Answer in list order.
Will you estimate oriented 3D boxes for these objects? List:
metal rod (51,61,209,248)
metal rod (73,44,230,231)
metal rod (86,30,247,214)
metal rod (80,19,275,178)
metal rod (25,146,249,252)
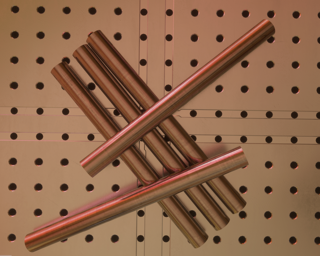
[{"bbox_3d":[-0.040,0.036,0.413,0.025,0.025,0.300,-39,91,0],"label":"metal rod"},{"bbox_3d":[-0.011,0.013,0.413,0.025,0.025,0.300,-39,91,0],"label":"metal rod"},{"bbox_3d":[0.009,-0.008,0.413,0.025,0.025,0.300,-40,91,0],"label":"metal rod"},{"bbox_3d":[0.028,-0.043,0.393,0.301,0.025,0.025,-38,90,-8],"label":"metal rod"},{"bbox_3d":[-0.035,0.093,0.392,0.301,0.025,0.025,-24,90,8],"label":"metal rod"}]
